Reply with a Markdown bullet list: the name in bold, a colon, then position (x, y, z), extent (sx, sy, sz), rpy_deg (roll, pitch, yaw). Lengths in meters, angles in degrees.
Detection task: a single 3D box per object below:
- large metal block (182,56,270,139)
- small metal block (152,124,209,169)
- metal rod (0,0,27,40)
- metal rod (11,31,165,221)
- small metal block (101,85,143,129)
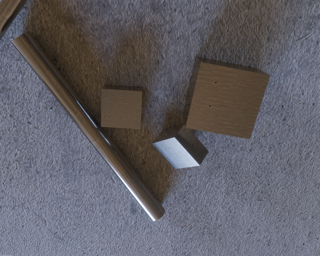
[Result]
- **large metal block**: position (0.077, -0.038, 0.383), extent (0.081, 0.050, 0.079), rpy_deg (10, 110, -4)
- **small metal block**: position (0.026, 0.025, 0.405), extent (0.050, 0.025, 0.050), rpy_deg (48, 147, -16)
- **metal rod**: position (-0.234, -0.075, 0.378), extent (0.025, 0.025, 0.299), rpy_deg (39, 105, -14)
- **metal rod**: position (-0.084, 0.010, 0.412), extent (0.025, 0.025, 0.299), rpy_deg (-31, 108, 10)
- **small metal block**: position (-0.048, -0.028, 0.399), extent (0.050, 0.025, 0.050), rpy_deg (4, 110, -2)
